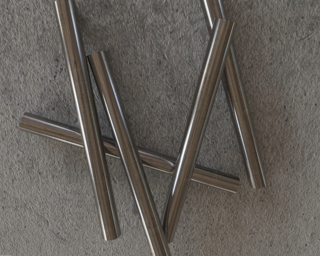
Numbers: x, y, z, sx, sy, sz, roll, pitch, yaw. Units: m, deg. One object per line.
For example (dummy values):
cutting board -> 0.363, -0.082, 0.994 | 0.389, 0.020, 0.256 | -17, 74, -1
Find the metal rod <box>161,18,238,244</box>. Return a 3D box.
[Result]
metal rod -> 0.040, 0.019, 0.389 | 0.025, 0.025, 0.298 | 12, 110, -5

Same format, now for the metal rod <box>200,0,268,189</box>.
metal rod -> 0.092, -0.054, 0.390 | 0.025, 0.025, 0.298 | -18, 109, 6

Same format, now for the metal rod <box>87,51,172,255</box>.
metal rod -> -0.034, 0.051, 0.398 | 0.025, 0.025, 0.298 | -16, 98, 6

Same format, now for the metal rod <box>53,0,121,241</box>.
metal rod -> -0.087, 0.000, 0.385 | 0.025, 0.025, 0.298 | -8, 101, 3

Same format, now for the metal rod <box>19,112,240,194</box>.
metal rod -> -0.035, 0.036, 0.422 | 0.302, 0.025, 0.025 | 18, 109, -7
